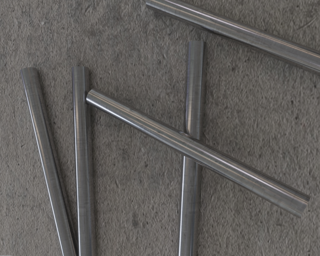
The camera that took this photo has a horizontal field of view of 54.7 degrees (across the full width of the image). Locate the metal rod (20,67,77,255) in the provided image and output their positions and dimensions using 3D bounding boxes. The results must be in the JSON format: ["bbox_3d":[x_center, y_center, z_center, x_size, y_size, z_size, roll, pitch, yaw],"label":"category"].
[{"bbox_3d":[-0.166,0.054,0.467,0.025,0.025,0.299,-17,84,19],"label":"metal rod"}]

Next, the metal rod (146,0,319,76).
[{"bbox_3d":[0.116,-0.104,0.367,0.301,0.025,0.025,28,99,17],"label":"metal rod"}]

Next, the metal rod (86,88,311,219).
[{"bbox_3d":[0.024,0.017,0.373,0.300,0.025,0.025,27,99,27],"label":"metal rod"}]

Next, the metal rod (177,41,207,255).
[{"bbox_3d":[0.040,0.042,0.394,0.025,0.025,0.298,3,91,20],"label":"metal rod"}]

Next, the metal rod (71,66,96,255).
[{"bbox_3d":[-0.109,0.062,0.447,0.025,0.025,0.298,-3,89,20],"label":"metal rod"}]
